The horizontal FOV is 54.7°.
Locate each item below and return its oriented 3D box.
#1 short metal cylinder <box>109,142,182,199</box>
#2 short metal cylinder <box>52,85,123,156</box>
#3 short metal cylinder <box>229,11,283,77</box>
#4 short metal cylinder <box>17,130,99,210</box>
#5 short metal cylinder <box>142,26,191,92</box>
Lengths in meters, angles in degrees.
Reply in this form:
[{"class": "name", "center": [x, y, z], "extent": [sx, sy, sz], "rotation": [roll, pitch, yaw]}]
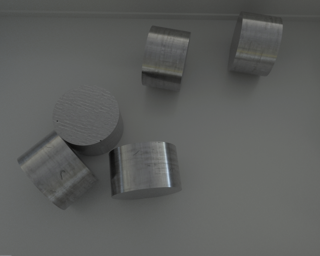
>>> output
[{"class": "short metal cylinder", "center": [-0.018, 0.052, 0.361], "extent": [0.081, 0.080, 0.050], "rotation": [-6, 71, -3]}, {"class": "short metal cylinder", "center": [-0.090, -0.009, 0.398], "extent": [0.081, 0.050, 0.080], "rotation": [0, 70, -1]}, {"class": "short metal cylinder", "center": [0.128, -0.114, 0.424], "extent": [0.050, 0.080, 0.080], "rotation": [10, 70, 3]}, {"class": "short metal cylinder", "center": [-0.117, 0.048, 0.361], "extent": [0.050, 0.080, 0.080], "rotation": [-41, 76, -13]}, {"class": "short metal cylinder", "center": [0.009, -0.092, 0.414], "extent": [0.050, 0.080, 0.080], "rotation": [11, 70, 4]}]
